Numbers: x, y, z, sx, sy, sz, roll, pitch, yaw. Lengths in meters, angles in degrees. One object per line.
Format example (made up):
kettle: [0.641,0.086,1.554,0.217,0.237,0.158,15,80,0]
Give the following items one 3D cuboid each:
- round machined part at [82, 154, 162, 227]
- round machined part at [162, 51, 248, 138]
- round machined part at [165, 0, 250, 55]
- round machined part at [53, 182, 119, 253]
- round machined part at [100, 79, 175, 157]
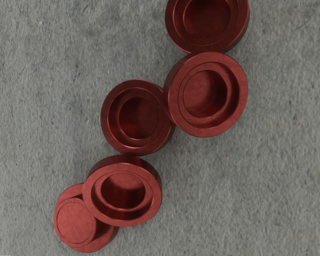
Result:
round machined part: [-0.046,0.076,0.400,0.099,0.042,0.097,0,115,0]
round machined part: [0.049,-0.041,0.365,0.099,0.042,0.097,-5,108,-17]
round machined part: [0.059,-0.134,0.379,0.098,0.042,0.097,0,90,19]
round machined part: [-0.109,0.128,0.437,0.098,0.042,0.097,0,90,19]
round machined part: [-0.025,-0.013,0.408,0.098,0.042,0.097,0,90,19]
